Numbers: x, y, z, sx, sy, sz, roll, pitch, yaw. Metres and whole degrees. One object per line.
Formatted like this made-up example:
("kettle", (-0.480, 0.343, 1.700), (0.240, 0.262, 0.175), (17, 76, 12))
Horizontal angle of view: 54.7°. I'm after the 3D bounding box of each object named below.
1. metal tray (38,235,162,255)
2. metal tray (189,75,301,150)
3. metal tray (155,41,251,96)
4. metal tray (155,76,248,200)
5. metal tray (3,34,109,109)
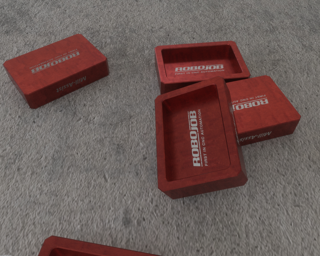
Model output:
("metal tray", (-0.052, 0.153, 0.270), (0.131, 0.030, 0.090), (8, 50, 6))
("metal tray", (0.107, -0.022, 0.419), (0.131, 0.030, 0.090), (-12, 51, -10))
("metal tray", (0.061, -0.092, 0.477), (0.131, 0.030, 0.090), (-5, 50, -5))
("metal tray", (0.042, 0.009, 0.358), (0.090, 0.030, 0.130), (-16, 55, 20))
("metal tray", (-0.157, -0.091, 0.475), (0.131, 0.030, 0.090), (-30, 57, -23))
